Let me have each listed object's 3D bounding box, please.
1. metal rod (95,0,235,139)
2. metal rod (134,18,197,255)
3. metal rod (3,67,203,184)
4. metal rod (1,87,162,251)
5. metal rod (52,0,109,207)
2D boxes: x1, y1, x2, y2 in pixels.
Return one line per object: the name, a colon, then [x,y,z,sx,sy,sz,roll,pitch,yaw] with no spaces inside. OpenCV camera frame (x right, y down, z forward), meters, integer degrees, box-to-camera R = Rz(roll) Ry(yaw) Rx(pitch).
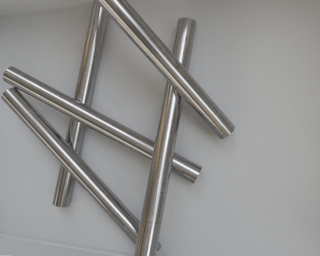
metal rod: [-0.017,-0.100,0.346,0.025,0.025,0.300,-39,105,16]
metal rod: [0.008,0.010,0.379,0.025,0.025,0.299,8,82,20]
metal rod: [-0.083,-0.008,0.418,0.301,0.025,0.025,28,99,9]
metal rod: [-0.111,0.058,0.427,0.300,0.025,0.025,46,104,5]
metal rod: [-0.115,-0.031,0.450,0.025,0.025,0.298,14,95,19]
